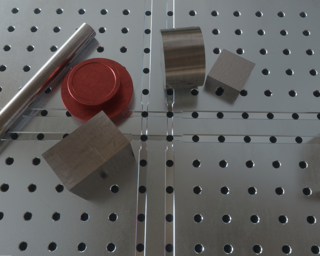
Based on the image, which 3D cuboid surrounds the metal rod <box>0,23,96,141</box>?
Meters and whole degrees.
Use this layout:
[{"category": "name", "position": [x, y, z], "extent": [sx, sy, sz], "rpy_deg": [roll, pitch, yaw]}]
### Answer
[{"category": "metal rod", "position": [-0.191, -0.032, 0.421], "extent": [0.025, 0.025, 0.300], "rpy_deg": [33, 73, 11]}]

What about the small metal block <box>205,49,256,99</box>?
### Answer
[{"category": "small metal block", "position": [0.100, -0.077, 0.440], "extent": [0.050, 0.025, 0.050], "rpy_deg": [29, 72, 10]}]

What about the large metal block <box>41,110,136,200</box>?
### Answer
[{"category": "large metal block", "position": [-0.079, 0.035, 0.369], "extent": [0.080, 0.080, 0.050], "rpy_deg": [-38, 75, -13]}]

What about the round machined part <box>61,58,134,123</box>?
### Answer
[{"category": "round machined part", "position": [-0.086, -0.054, 0.422], "extent": [0.099, 0.042, 0.098], "rpy_deg": [0, 70, 0]}]

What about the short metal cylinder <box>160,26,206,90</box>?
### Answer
[{"category": "short metal cylinder", "position": [0.028, -0.094, 0.417], "extent": [0.050, 0.080, 0.080], "rpy_deg": [-6, 70, -2]}]
